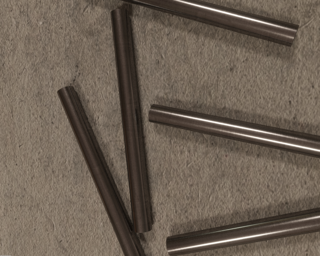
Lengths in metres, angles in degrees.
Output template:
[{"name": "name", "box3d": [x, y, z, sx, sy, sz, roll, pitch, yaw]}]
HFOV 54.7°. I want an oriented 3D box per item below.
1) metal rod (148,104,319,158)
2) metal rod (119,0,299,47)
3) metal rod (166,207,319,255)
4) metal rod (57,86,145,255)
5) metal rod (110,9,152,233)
[{"name": "metal rod", "box3d": [0.129, 0.011, 0.363, 0.301, 0.025, 0.025, 12, 94, 19]}, {"name": "metal rod", "box3d": [0.022, -0.159, 0.400, 0.301, 0.025, 0.025, 22, 97, 18]}, {"name": "metal rod", "box3d": [0.149, 0.111, 0.356, 0.301, 0.025, 0.025, -18, 84, 18]}, {"name": "metal rod", "box3d": [-0.078, 0.079, 0.435, 0.025, 0.025, 0.299, -27, 81, 17]}, {"name": "metal rod", "box3d": [-0.039, -0.011, 0.421, 0.025, 0.025, 0.298, -7, 88, 19]}]
